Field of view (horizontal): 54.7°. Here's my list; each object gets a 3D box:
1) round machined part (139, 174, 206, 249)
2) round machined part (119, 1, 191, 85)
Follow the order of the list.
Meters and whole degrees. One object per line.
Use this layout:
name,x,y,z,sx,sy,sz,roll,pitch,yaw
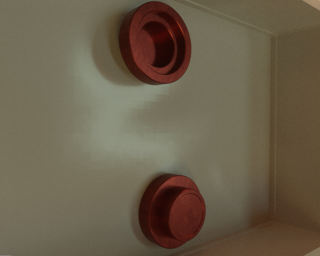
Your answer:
round machined part,0.024,0.112,0.416,0.099,0.042,0.097,0,90,-40
round machined part,-0.010,-0.102,0.387,0.099,0.042,0.097,0,90,-40
